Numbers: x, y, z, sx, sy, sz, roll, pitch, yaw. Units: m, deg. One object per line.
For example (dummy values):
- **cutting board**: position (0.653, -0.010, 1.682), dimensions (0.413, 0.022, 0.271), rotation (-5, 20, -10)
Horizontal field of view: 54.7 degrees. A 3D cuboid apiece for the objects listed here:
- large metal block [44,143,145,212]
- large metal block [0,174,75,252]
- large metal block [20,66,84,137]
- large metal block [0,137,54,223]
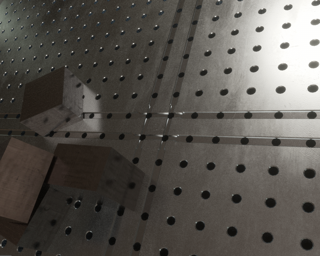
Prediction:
- **large metal block**: position (-0.077, 0.060, 0.375), dimensions (0.080, 0.080, 0.050), rotation (2, 63, 29)
- **large metal block**: position (-0.174, 0.107, 0.415), dimensions (0.080, 0.050, 0.080), rotation (13, 68, 33)
- **large metal block**: position (-0.175, -0.043, 0.508), dimensions (0.080, 0.050, 0.080), rotation (-20, 54, 16)
- **large metal block**: position (-0.176, 0.063, 0.361), dimensions (0.080, 0.050, 0.080), rotation (-18, 51, 48)
